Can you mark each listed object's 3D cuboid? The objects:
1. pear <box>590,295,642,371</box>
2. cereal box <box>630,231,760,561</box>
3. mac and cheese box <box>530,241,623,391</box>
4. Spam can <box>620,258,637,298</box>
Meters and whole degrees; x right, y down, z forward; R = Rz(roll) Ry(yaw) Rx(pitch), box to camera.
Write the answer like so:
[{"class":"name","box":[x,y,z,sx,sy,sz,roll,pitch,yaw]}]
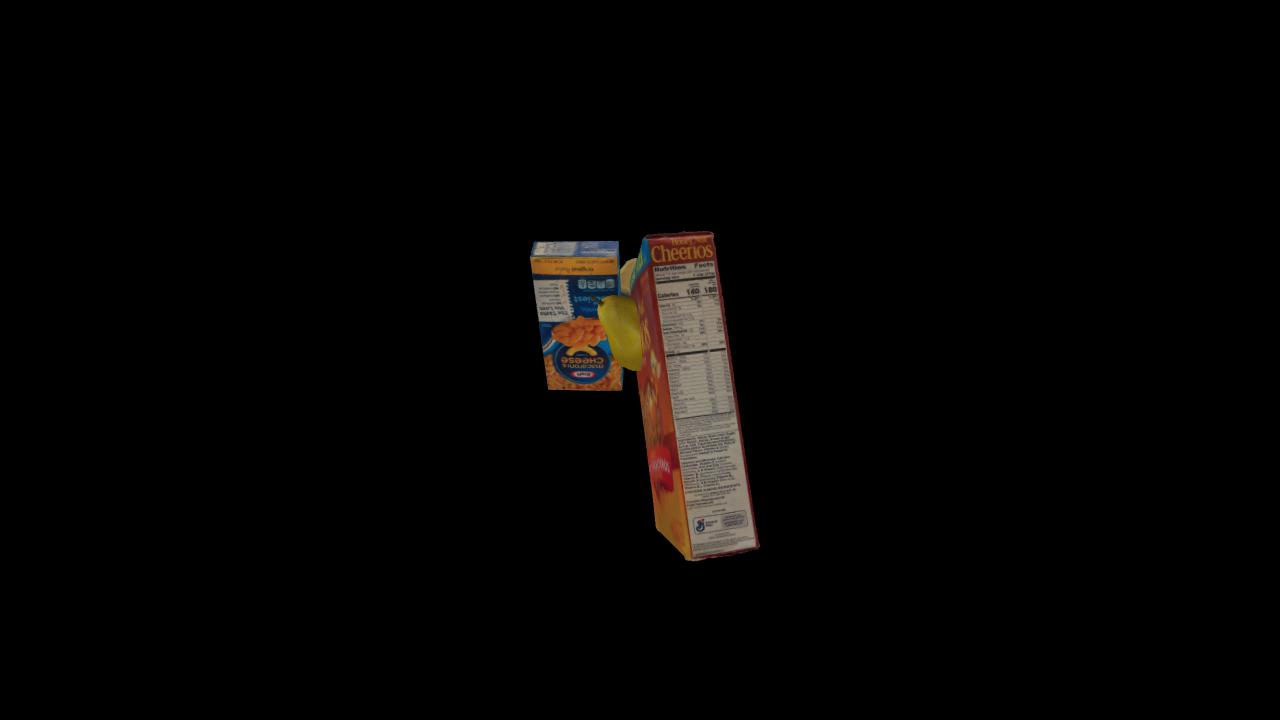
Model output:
[{"class":"pear","box":[-0.014,-0.042,0.667,0.111,0.080,0.080,46,-23,-25]},{"class":"cereal box","box":[0.044,0.039,0.663,0.081,0.306,0.203,-7,-6,-8]},{"class":"mac and cheese box","box":[-0.066,-0.045,0.693,0.093,0.184,0.041,-1,39,1]},{"class":"Spam can","box":[0.021,-0.066,0.739,0.101,0.058,0.085,26,-23,24]}]
